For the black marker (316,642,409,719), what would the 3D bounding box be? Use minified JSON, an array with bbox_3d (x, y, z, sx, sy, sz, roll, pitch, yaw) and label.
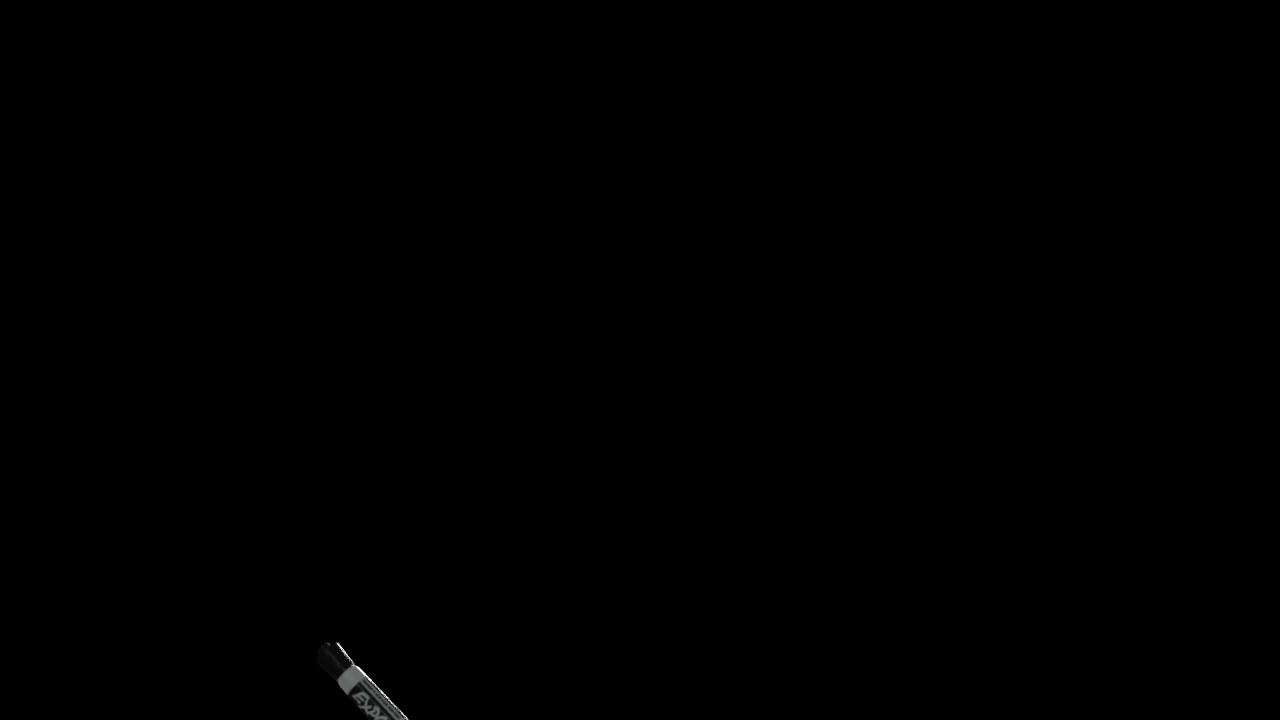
[{"bbox_3d":[-0.195,0.253,0.452,0.121,0.020,0.020,37,11,15],"label":"black marker"}]
